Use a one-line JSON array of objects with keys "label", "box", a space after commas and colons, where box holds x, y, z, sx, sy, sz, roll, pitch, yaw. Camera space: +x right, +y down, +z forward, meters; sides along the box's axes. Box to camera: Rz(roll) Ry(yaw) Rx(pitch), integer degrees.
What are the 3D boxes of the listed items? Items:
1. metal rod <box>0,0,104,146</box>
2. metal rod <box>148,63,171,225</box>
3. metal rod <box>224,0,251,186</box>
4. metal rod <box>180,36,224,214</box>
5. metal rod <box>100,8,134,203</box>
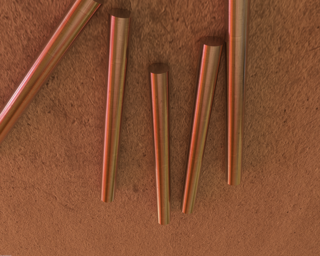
[{"label": "metal rod", "box": [-0.162, -0.041, 0.369, 0.025, 0.025, 0.299, 33, 122, -25]}, {"label": "metal rod", "box": [0.003, 0.046, 0.446, 0.025, 0.025, 0.298, -2, 130, 1]}, {"label": "metal rod", "box": [0.092, -0.034, 0.379, 0.025, 0.025, 0.298, -6, 130, 5]}, {"label": "metal rod", "box": [0.051, 0.021, 0.425, 0.025, 0.025, 0.298, 1, 130, -2]}, {"label": "metal rod", "box": [-0.062, -0.002, 0.404, 0.025, 0.025, 0.298, 6, 130, -6]}]
